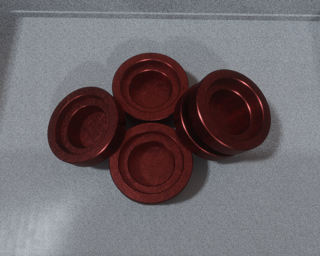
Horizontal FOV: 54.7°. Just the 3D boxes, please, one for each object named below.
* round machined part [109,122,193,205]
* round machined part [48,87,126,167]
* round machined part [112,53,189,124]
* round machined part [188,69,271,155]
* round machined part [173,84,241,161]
[{"bbox_3d":[-0.010,0.045,0.381,0.099,0.042,0.098,0,70,0],"label":"round machined part"},{"bbox_3d":[-0.086,0.001,0.387,0.098,0.042,0.098,-7,68,19],"label":"round machined part"},{"bbox_3d":[-0.012,-0.048,0.416,0.099,0.042,0.098,0,70,0],"label":"round machined part"},{"bbox_3d":[0.077,-0.016,0.364,0.099,0.042,0.098,8,68,-21],"label":"round machined part"},{"bbox_3d":[0.061,-0.006,0.390,0.099,0.042,0.098,8,68,-21],"label":"round machined part"}]
